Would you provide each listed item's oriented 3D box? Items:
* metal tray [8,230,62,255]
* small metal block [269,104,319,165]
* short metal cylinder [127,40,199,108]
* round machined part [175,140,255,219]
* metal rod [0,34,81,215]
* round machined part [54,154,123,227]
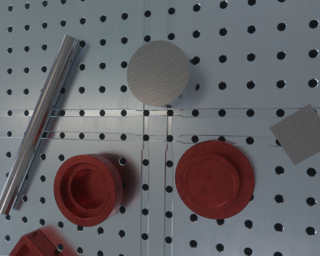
[{"bbox_3d":[-0.206,0.237,0.482,0.090,0.030,0.130,40,102,15],"label":"metal tray"},{"bbox_3d":[0.162,0.007,0.355,0.050,0.025,0.050,-34,79,16],"label":"small metal block"},{"bbox_3d":[0.005,-0.066,0.398,0.080,0.050,0.080,0,90,20],"label":"short metal cylinder"},{"bbox_3d":[0.065,0.064,0.380,0.098,0.042,0.097,0,90,20],"label":"round machined part"},{"bbox_3d":[-0.191,0.000,0.480,0.025,0.025,0.298,28,99,18],"label":"metal rod"},{"bbox_3d":[-0.096,0.085,0.437,0.098,0.042,0.097,0,90,20],"label":"round machined part"}]
